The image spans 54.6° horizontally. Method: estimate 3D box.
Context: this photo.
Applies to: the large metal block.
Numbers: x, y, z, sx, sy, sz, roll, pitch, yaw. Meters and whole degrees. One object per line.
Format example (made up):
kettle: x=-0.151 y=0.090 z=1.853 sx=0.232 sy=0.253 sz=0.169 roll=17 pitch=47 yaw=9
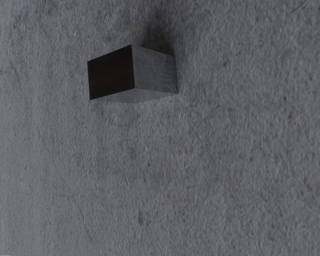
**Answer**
large metal block: x=-0.034 y=-0.064 z=0.399 sx=0.080 sy=0.081 sz=0.050 roll=-8 pitch=85 yaw=40
